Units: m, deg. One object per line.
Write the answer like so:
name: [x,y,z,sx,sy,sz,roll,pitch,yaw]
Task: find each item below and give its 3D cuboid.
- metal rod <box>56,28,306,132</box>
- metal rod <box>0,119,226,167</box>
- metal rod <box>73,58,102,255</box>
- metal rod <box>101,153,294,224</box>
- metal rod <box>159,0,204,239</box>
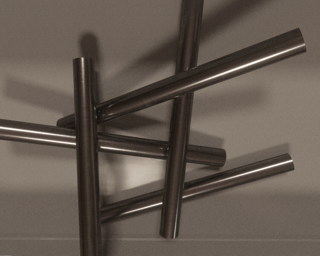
metal rod: [0.005,-0.043,0.355,0.300,0.025,0.025,-18,110,22]
metal rod: [-0.060,0.020,0.397,0.302,0.025,0.025,8,110,-12]
metal rod: [-0.084,0.069,0.364,0.025,0.025,0.298,-2,89,0]
metal rod: [0.038,0.091,0.445,0.301,0.025,0.025,-17,110,5]
metal rod: [0.025,-0.008,0.381,0.025,0.025,0.298,5,100,-2]
